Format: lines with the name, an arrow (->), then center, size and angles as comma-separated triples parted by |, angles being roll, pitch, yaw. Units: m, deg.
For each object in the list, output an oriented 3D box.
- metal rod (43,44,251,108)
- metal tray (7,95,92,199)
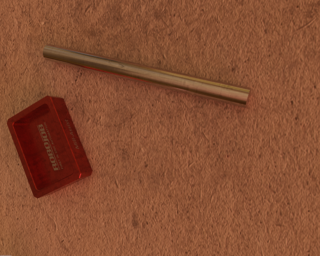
metal rod -> -0.031, -0.075, 0.419 | 0.301, 0.025, 0.025 | 16, 95, 19
metal tray -> -0.167, 0.028, 0.465 | 0.090, 0.030, 0.130 | -27, 81, 18
